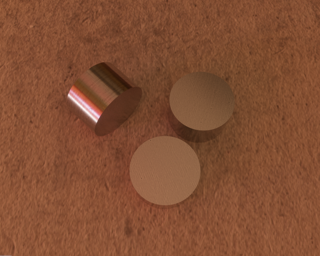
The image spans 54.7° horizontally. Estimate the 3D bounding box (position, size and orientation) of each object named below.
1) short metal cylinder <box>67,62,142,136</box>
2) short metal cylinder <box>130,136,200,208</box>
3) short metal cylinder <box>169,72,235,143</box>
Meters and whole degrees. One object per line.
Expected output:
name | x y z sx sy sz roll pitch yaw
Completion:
short metal cylinder | -0.069 -0.036 0.391 0.050 0.080 0.080 42 75 13
short metal cylinder | 0.006 0.055 0.375 0.081 0.050 0.080 0 70 0
short metal cylinder | 0.052 -0.026 0.405 0.081 0.050 0.080 0 70 0
